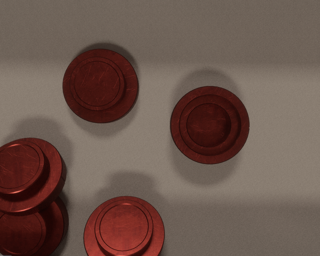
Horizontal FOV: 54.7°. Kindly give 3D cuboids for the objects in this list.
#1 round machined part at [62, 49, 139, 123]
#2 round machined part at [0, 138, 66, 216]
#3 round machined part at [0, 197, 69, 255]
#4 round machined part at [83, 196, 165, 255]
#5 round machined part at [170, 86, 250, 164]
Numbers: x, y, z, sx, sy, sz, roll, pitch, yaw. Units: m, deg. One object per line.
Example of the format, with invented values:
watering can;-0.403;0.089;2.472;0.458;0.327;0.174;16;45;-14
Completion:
round machined part;-0.077;-0.055;0.402;0.099;0.042;0.097;0;90;-1
round machined part;-0.169;0.054;0.379;0.099;0.042;0.098;1;59;-1
round machined part;-0.174;0.127;0.401;0.099;0.042;0.097;0;90;-1
round machined part;-0.043;0.127;0.377;0.099;0.042;0.098;3;51;-3
round machined part;0.062;-0.004;0.404;0.099;0.042;0.097;0;90;-1
